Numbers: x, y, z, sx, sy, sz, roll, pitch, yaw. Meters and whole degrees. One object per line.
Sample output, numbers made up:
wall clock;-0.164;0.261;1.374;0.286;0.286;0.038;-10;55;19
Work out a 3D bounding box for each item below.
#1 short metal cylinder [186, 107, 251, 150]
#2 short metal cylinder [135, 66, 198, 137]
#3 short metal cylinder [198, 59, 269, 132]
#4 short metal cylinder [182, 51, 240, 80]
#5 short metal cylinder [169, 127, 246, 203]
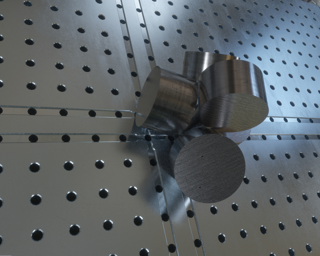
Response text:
short metal cylinder;0.079;-0.004;0.435;0.081;0.050;0.080;13;55;-20
short metal cylinder;0.007;-0.033;0.396;0.050;0.080;0.080;17;55;-18
short metal cylinder;0.087;-0.037;0.376;0.081;0.080;0.050;16;55;-19
short metal cylinder;0.072;-0.081;0.452;0.081;0.080;0.050;2;101;-27
short metal cylinder;0.054;0.042;0.368;0.081;0.050;0.079;-1;98;-5
